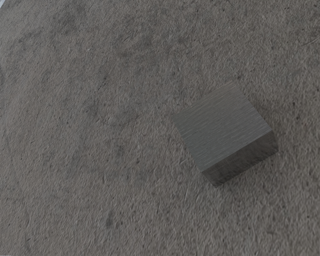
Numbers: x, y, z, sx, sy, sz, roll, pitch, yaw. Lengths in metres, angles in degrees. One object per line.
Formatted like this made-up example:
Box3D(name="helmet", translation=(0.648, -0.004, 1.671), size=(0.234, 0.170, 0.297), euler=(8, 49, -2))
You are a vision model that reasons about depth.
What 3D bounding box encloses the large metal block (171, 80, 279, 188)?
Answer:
Box3D(name="large metal block", translation=(0.071, 0.007, 0.347), size=(0.080, 0.050, 0.080), euler=(-32, 52, 7))
